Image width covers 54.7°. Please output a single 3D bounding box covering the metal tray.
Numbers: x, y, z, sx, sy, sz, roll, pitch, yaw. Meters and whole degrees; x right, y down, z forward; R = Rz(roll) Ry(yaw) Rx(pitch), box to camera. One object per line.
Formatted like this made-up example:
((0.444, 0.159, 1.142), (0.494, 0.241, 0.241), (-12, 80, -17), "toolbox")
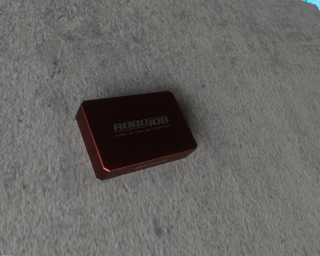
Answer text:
((-0.027, 0.004, 0.385), (0.131, 0.030, 0.090), (-11, 68, -33), "metal tray")
